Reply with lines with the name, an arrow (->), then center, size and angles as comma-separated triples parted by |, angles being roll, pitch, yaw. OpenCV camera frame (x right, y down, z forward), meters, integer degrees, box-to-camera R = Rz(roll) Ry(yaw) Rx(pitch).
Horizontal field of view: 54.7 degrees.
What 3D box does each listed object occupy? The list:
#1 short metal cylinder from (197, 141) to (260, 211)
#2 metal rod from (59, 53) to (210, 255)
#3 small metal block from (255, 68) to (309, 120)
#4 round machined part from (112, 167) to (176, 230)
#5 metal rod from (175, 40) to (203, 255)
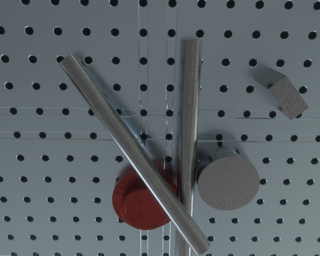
short metal cylinder -> 0.089, 0.065, 0.425 | 0.081, 0.050, 0.079 | 0, 110, 0
metal rod -> -0.029, 0.038, 0.396 | 0.025, 0.025, 0.299 | -34, 96, 11
small metal block -> 0.151, -0.043, 0.385 | 0.025, 0.050, 0.050 | -38, 106, 13
round machined part -> -0.019, 0.105, 0.443 | 0.099, 0.042, 0.097 | 0, 110, 0
metal rod -> 0.036, 0.038, 0.412 | 0.025, 0.025, 0.298 | 1, 104, -1
